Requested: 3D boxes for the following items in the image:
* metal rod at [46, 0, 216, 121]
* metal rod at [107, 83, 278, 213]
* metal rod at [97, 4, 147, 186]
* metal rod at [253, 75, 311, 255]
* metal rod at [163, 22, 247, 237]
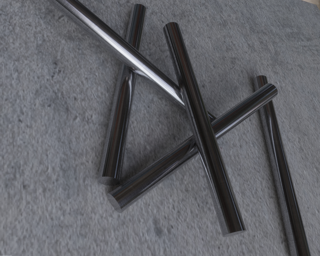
[{"bbox_3d":[-0.030,-0.086,0.408,0.301,0.025,0.025,38,50,-16],"label":"metal rod"},{"bbox_3d":[0.062,0.011,0.406,0.302,0.025,0.025,-32,80,-30],"label":"metal rod"},{"bbox_3d":[-0.045,-0.066,0.421,0.025,0.025,0.300,18,55,-19],"label":"metal rod"},{"bbox_3d":[0.181,0.042,0.478,0.025,0.025,0.299,13,56,-22],"label":"metal rod"},{"bbox_3d":[0.047,-0.019,0.389,0.025,0.025,0.299,3,58,-27],"label":"metal rod"}]
